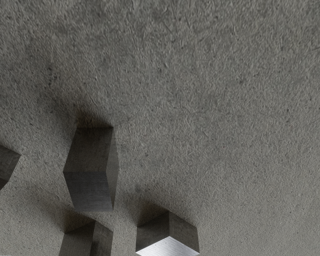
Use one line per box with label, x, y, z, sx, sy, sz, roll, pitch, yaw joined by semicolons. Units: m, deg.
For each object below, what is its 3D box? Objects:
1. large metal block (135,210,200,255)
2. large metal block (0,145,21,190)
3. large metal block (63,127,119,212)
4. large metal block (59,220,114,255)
large metal block;0.014;0.204;0.565;0.080;0.050;0.080;-35;122;26
large metal block;-0.261;0.058;0.438;0.080;0.050;0.080;34;122;-26
large metal block;-0.088;0.055;0.417;0.050;0.080;0.079;0;130;0
large metal block;-0.136;0.227;0.563;0.080;0.080;0.050;-27;125;21
